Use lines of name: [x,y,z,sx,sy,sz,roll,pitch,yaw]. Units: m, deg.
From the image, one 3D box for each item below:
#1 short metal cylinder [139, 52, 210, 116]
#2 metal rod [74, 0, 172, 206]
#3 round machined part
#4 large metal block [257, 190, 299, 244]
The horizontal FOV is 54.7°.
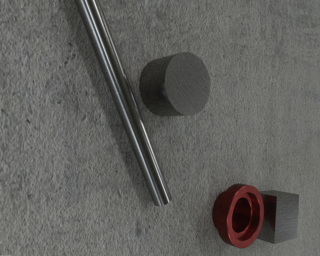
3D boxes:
short metal cylinder: [0.020,-0.055,0.407,0.081,0.050,0.079,0,90,-40]
metal rod: [-0.044,-0.039,0.368,0.025,0.025,0.298,-32,110,-36]
round machined part: [0.122,0.138,0.499,0.099,0.042,0.097,0,90,-40]
large metal block: [0.210,0.160,0.569,0.081,0.050,0.080,7,85,-40]
